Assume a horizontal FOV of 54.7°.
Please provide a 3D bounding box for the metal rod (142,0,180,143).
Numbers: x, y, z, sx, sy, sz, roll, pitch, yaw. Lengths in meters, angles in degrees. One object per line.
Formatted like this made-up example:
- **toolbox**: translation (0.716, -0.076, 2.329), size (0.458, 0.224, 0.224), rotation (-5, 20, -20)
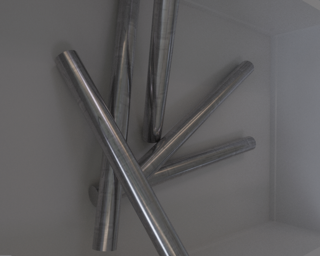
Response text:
- **metal rod**: translation (0.005, -0.108, 0.314), size (0.025, 0.025, 0.298), rotation (-25, 137, -37)

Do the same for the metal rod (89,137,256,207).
- **metal rod**: translation (0.041, 0.051, 0.440), size (0.302, 0.025, 0.025), rotation (-12, 98, -39)

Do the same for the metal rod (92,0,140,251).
- **metal rod**: translation (-0.046, -0.022, 0.347), size (0.025, 0.025, 0.299), rotation (14, 75, -39)

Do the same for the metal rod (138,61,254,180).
- **metal rod**: translation (0.060, -0.023, 0.442), size (0.302, 0.025, 0.025), rotation (-42, 116, -37)

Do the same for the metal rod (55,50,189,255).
- **metal rod**: translation (-0.025, 0.054, 0.307), size (0.025, 0.025, 0.299), rotation (-24, 81, -37)
